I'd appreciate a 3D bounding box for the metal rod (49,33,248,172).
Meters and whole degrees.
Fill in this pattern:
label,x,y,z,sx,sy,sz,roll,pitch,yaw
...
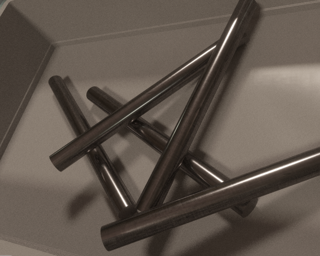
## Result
label,x,y,z,sx,sy,sz,roll,pitch,yaw
metal rod,-0.010,-0.041,0.408,0.301,0.025,0.025,-35,51,-6

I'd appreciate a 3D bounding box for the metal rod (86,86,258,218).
label,x,y,z,sx,sy,sz,roll,pitch,yaw
metal rod,-0.008,0.012,0.400,0.300,0.025,0.025,34,81,38

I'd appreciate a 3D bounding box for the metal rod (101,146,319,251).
label,x,y,z,sx,sy,sz,roll,pitch,yaw
metal rod,0.088,0.055,0.295,0.301,0.025,0.025,-21,53,3

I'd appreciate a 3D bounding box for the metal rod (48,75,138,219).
label,x,y,z,sx,sy,sz,roll,pitch,yaw
metal rod,-0.111,0.008,0.457,0.025,0.025,0.300,-40,51,1

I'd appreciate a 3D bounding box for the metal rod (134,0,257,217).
label,x,y,z,sx,sy,sz,roll,pitch,yaw
metal rod,0.051,-0.038,0.368,0.025,0.025,0.300,16,69,34
